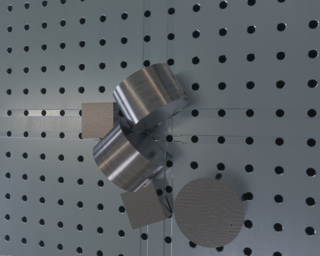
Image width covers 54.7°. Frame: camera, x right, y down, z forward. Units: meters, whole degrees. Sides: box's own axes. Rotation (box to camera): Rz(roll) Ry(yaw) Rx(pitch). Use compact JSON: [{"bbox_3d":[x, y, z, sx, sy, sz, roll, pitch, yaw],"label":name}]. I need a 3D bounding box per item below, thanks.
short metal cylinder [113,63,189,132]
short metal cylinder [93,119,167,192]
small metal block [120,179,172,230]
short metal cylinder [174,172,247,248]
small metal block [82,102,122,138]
[{"bbox_3d":[-0.011,-0.037,0.387,0.080,0.080,0.050,-32,80,17],"label":"short metal cylinder"},{"bbox_3d":[-0.038,0.034,0.396,0.050,0.080,0.080,-45,76,14],"label":"short metal cylinder"},{"bbox_3d":[-0.019,0.103,0.419,0.050,0.025,0.050,-23,83,18],"label":"small metal block"},{"bbox_3d":[0.063,0.097,0.377,0.080,0.050,0.079,0,90,20],"label":"short metal cylinder"},{"bbox_3d":[-0.083,-0.011,0.442,0.050,0.025,0.050,0,90,20],"label":"small metal block"}]
